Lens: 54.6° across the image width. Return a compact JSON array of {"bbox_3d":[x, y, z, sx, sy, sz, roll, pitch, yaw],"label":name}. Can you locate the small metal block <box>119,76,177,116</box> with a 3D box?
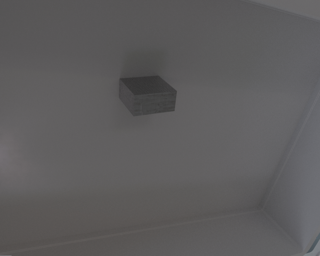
[{"bbox_3d":[-0.015,-0.039,0.360,0.050,0.050,0.025,-9,122,-24],"label":"small metal block"}]
